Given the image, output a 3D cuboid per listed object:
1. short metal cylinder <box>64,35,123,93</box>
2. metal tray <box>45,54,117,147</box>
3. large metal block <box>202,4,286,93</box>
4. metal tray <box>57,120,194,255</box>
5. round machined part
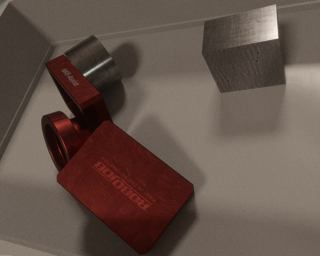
[{"bbox_3d":[-0.102,-0.094,0.475,0.050,0.080,0.080,-36,51,-8],"label":"short metal cylinder"},{"bbox_3d":[-0.111,-0.037,0.439,0.030,0.090,0.130,-32,49,-17],"label":"metal tray"},{"bbox_3d":[0.103,-0.090,0.371,0.080,0.080,0.050,-6,59,25],"label":"large metal block"},{"bbox_3d":[-0.038,0.063,0.350,0.130,0.030,0.090,37,81,14],"label":"metal tray"},{"bbox_3d":[-0.119,0.023,0.418,0.042,0.097,0.098,-23,44,-31],"label":"round machined part"}]
